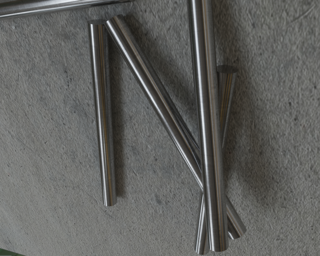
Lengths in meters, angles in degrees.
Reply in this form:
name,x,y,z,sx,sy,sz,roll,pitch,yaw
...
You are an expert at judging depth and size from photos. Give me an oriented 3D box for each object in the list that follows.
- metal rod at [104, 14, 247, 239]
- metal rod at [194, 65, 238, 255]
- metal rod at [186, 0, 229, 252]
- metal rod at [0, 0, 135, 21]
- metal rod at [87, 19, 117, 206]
name,x,y,z,sx,sy,sz,roll,pitch,yaw
metal rod,0.022,0.003,0.374,0.025,0.025,0.299,-26,97,37
metal rod,0.068,0.063,0.409,0.025,0.025,0.298,14,124,20
metal rod,0.053,-0.003,0.335,0.025,0.025,0.298,1,106,28
metal rod,-0.166,-0.157,0.397,0.301,0.025,0.025,4,120,26
metal rod,-0.080,-0.001,0.448,0.025,0.025,0.298,16,125,19
